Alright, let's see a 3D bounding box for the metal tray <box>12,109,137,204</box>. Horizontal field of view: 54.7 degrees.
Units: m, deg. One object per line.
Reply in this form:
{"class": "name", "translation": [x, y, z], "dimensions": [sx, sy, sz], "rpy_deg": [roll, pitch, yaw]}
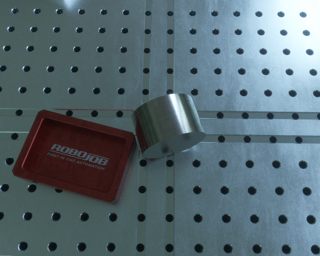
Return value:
{"class": "metal tray", "translation": [-0.105, 0.036, 0.394], "dimensions": [0.131, 0.030, 0.090], "rpy_deg": [14, 71, 5]}

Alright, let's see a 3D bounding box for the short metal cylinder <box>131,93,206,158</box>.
{"class": "short metal cylinder", "translation": [0.010, -0.001, 0.383], "dimensions": [0.081, 0.080, 0.050], "rpy_deg": [-16, 71, -6]}
